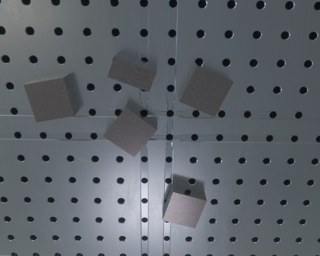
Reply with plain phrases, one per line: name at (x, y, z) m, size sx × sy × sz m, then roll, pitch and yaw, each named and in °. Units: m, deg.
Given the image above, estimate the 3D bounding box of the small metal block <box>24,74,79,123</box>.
small metal block at (-0.138, -0.038, 0.398) m, size 0.050 × 0.025 × 0.050 m, roll -10°, pitch 110°, yaw 3°

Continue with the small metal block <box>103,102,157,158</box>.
small metal block at (-0.039, 0.002, 0.414) m, size 0.050 × 0.025 × 0.050 m, roll 36°, pitch 106°, yaw -12°

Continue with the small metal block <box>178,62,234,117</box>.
small metal block at (0.057, -0.049, 0.396) m, size 0.050 × 0.025 × 0.050 m, roll 23°, pitch 108°, yaw -9°

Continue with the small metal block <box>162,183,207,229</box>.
small metal block at (0.035, 0.114, 0.456) m, size 0.050 × 0.025 × 0.050 m, roll 16°, pitch 109°, yaw -6°

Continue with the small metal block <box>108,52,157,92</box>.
small metal block at (-0.032, -0.069, 0.374) m, size 0.050 × 0.050 × 0.025 m, roll 19°, pitch 109°, yaw -7°
